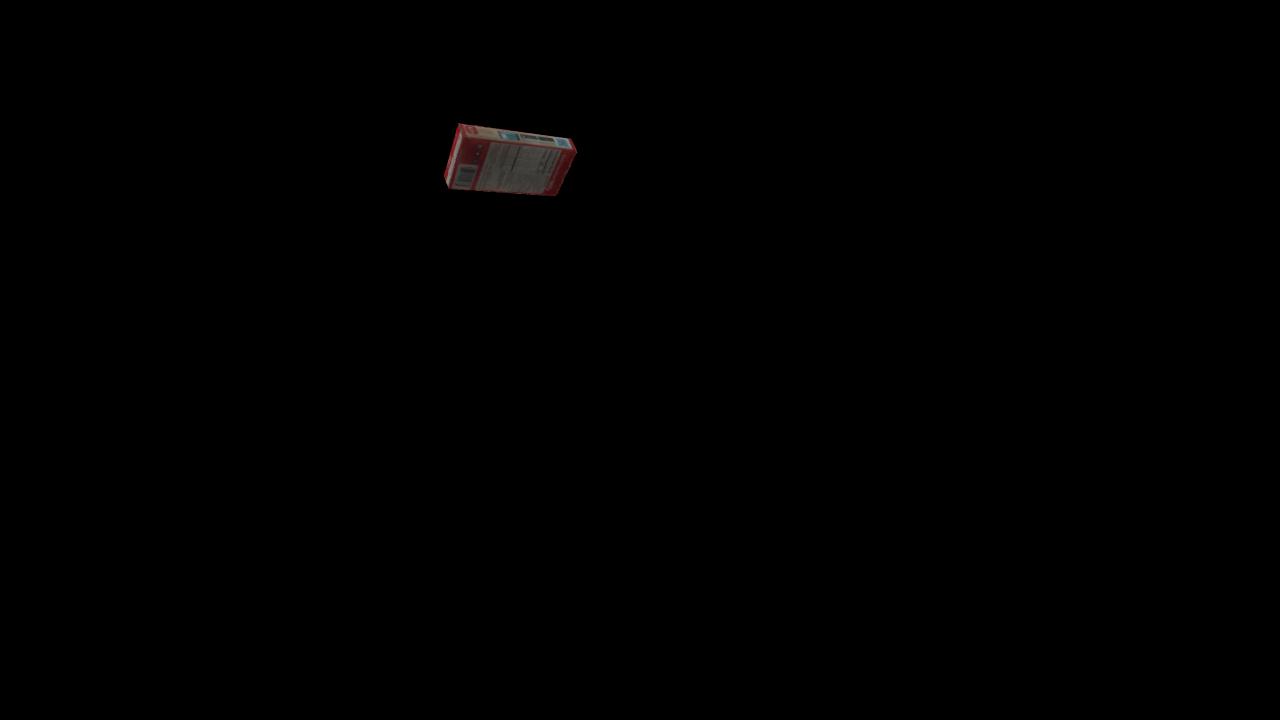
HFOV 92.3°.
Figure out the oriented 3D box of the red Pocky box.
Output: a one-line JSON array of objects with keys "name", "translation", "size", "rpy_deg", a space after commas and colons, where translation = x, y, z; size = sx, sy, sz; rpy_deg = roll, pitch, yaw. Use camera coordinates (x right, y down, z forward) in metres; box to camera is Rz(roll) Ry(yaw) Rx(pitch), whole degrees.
[{"name": "red Pocky box", "translation": [-0.165, -0.252, 0.786], "size": [0.155, 0.028, 0.083], "rpy_deg": [-6, -31, -36]}]
